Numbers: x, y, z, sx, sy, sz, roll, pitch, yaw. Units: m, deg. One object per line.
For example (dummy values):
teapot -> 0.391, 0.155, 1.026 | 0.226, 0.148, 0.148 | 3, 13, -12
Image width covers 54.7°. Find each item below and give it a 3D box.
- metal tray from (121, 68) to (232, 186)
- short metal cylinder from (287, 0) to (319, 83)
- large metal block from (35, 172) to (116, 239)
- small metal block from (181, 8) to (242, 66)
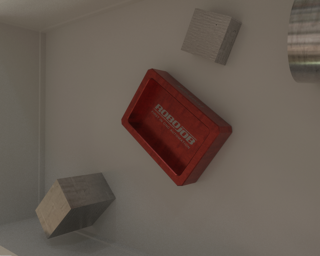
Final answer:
metal tray -> 0.014, -0.003, 0.389 | 0.130, 0.030, 0.089 | 45, 117, 30
short metal cylinder -> 0.143, -0.076, 0.252 | 0.050, 0.081, 0.079 | 9, 96, 39
large metal block -> -0.129, 0.117, 0.475 | 0.080, 0.081, 0.050 | -50, 61, 28
small metal block -> 0.058, -0.105, 0.357 | 0.050, 0.025, 0.050 | 31, 109, 35
